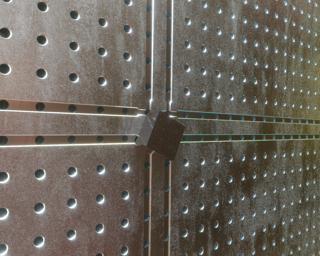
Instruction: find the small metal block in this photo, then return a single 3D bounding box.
[{"bbox_3d":[0.001,0.010,0.409,0.050,0.025,0.050,32,70,-35],"label":"small metal block"}]
